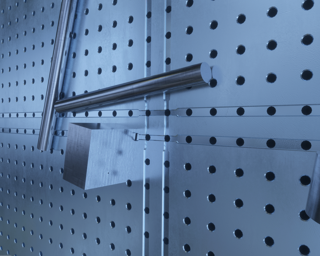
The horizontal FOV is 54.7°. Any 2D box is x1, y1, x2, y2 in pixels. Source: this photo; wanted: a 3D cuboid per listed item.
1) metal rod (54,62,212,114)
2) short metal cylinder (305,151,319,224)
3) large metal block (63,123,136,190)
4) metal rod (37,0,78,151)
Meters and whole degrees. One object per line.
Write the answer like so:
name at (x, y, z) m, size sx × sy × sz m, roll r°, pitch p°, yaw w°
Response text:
metal rod at (-0.061, -0.051, 0.457) m, size 0.300 × 0.025 × 0.025 m, roll -7°, pitch 86°, yaw 39°
short metal cylinder at (0.161, 0.051, 0.240) m, size 0.080 × 0.081 × 0.050 m, roll 13°, pitch 98°, yaw 39°
large metal block at (-0.085, 0.036, 0.441) m, size 0.050 × 0.081 × 0.079 m, roll 14°, pitch 99°, yaw 39°
metal rod at (-0.185, -0.103, 0.558) m, size 0.025 × 0.025 × 0.298 m, roll 22°, pitch 104°, yaw 37°
